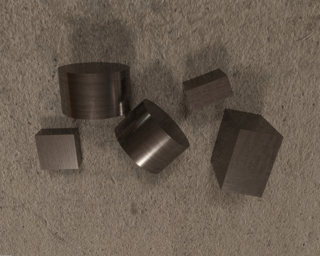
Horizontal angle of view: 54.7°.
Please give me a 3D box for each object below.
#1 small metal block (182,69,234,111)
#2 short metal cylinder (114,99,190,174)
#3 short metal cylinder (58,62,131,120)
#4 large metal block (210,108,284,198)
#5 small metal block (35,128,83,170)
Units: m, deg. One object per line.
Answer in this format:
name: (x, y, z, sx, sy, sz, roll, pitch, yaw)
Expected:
small metal block: (0.057, -0.048, 0.380, 0.050, 0.050, 0.025, -20, 109, 7)
short metal cylinder: (-0.009, 0.010, 0.384, 0.050, 0.080, 0.080, -43, 105, 14)
short metal cylinder: (-0.075, -0.046, 0.362, 0.081, 0.080, 0.050, 0, 110, -1)
large metal block: (0.105, 0.028, 0.392, 0.050, 0.080, 0.079, 11, 110, -4)
small metal block: (-0.135, 0.028, 0.418, 0.050, 0.025, 0.050, -2, 110, 0)
